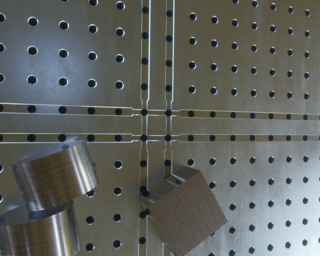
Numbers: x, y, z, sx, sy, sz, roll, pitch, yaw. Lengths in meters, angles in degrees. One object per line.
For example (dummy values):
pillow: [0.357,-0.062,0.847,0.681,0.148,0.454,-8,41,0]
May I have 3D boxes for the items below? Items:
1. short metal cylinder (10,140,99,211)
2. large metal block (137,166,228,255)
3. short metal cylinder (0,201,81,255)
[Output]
short metal cylinder: [-0.114,0.050,0.341,0.081,0.080,0.050,-20,97,-19]
large metal block: [0.029,0.108,0.410,0.080,0.050,0.080,-32,101,-17]
short metal cylinder: [-0.130,0.113,0.335,0.081,0.080,0.050,-10,94,-20]
